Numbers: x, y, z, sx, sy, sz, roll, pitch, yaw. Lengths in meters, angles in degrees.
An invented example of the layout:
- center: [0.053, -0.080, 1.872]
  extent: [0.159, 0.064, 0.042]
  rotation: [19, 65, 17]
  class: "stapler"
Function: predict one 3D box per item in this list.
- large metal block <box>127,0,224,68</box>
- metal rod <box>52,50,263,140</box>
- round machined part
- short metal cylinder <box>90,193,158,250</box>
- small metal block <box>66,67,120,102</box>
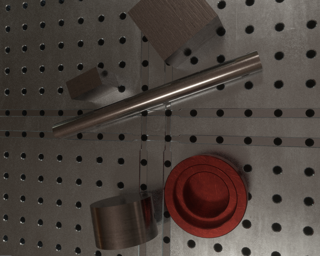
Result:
- center: [0.021, -0.136, 0.391]
  extent: [0.080, 0.050, 0.080]
  rotation: [-38, 78, 15]
  class: "large metal block"
- center: [-0.017, -0.038, 0.417]
  extent: [0.301, 0.025, 0.025]
  rotation: [-18, 84, 18]
  class: "metal rod"
- center: [0.058, 0.080, 0.383]
  extent: [0.098, 0.042, 0.097]
  rotation: [0, 90, 19]
  class: "round machined part"
- center: [-0.046, 0.117, 0.399]
  extent: [0.080, 0.080, 0.050]
  rotation: [-10, 87, 19]
  class: "short metal cylinder"
- center: [-0.092, -0.059, 0.431]
  extent: [0.050, 0.050, 0.025]
  rotation: [-22, 83, 18]
  class: "small metal block"
